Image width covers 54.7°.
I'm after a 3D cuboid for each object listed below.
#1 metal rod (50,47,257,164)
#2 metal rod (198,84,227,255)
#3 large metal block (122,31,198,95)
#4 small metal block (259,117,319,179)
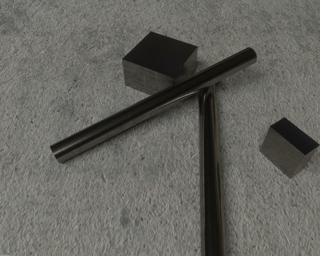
[{"bbox_3d":[0.002,-0.036,0.411,0.302,0.025,0.025,-28,56,-14],"label":"metal rod"},{"bbox_3d":[0.060,0.034,0.375,0.025,0.025,0.300,3,50,2],"label":"metal rod"},{"bbox_3d":[0.001,-0.093,0.465,0.080,0.050,0.080,23,54,18],"label":"large metal block"},{"bbox_3d":[0.152,0.024,0.369,0.025,0.050,0.050,-28,56,-22],"label":"small metal block"}]
